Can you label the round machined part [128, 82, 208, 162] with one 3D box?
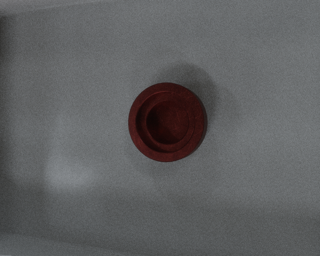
[{"bbox_3d":[0.013,-0.007,0.397,0.098,0.042,0.097,0,90,20],"label":"round machined part"}]
